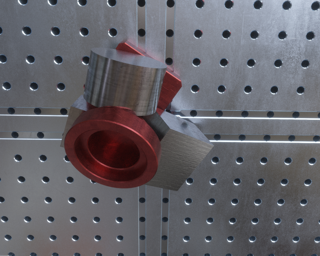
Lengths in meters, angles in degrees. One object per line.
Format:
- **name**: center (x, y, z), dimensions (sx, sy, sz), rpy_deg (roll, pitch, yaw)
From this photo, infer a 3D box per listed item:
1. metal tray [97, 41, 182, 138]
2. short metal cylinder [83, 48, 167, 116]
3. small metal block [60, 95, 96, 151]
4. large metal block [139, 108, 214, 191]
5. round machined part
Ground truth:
- **metal tray**: center (-0.045, -0.033, 0.398), dimensions (0.090, 0.030, 0.129), rpy_deg (33, 106, -12)
- **short metal cylinder**: center (-0.037, -0.051, 0.332), dimensions (0.081, 0.080, 0.050), rpy_deg (13, 110, -5)
- **small metal block**: center (-0.092, -0.006, 0.363), dimensions (0.025, 0.050, 0.050), rpy_deg (18, 109, -7)
- **large metal block**: center (0.006, 0.028, 0.391), dimensions (0.080, 0.050, 0.080), rpy_deg (21, 112, -41)
- **round machined part**: center (-0.047, 0.017, 0.330), dimensions (0.098, 0.042, 0.097), rpy_deg (7, 131, 8)
